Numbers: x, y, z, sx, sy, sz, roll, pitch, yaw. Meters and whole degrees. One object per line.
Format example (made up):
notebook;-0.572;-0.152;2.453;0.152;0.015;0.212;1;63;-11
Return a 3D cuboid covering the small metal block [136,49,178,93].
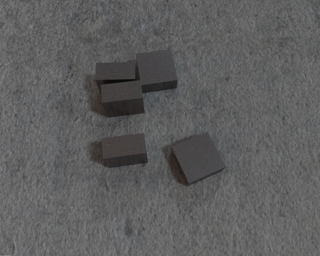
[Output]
small metal block;-0.005;-0.080;0.437;0.050;0.025;0.050;-9;70;-4

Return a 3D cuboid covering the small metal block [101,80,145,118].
small metal block;-0.048;-0.037;0.408;0.050;0.050;0.025;-7;71;-3

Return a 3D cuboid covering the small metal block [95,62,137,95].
small metal block;-0.057;-0.064;0.418;0.050;0.050;0.025;-2;70;-1

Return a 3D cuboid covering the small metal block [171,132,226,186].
small metal block;0.048;0.040;0.394;0.050;0.025;0.050;-22;72;-8

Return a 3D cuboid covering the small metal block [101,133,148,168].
small metal block;-0.042;0.029;0.384;0.050;0.050;0.025;-7;71;-3
